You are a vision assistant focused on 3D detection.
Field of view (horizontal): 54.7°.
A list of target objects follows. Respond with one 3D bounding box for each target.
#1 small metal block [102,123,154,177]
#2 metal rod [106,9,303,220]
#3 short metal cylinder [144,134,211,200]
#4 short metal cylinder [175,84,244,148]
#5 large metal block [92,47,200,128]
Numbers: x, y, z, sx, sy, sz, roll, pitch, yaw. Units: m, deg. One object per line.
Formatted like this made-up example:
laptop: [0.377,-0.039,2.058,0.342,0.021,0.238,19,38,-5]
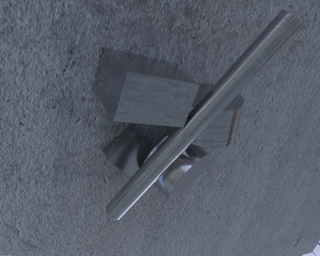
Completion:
small metal block: [-0.037,0.031,0.405,0.050,0.025,0.050,-43,129,1]
metal rod: [0.033,0.001,0.344,0.025,0.025,0.299,25,116,-37]
short metal cylinder: [0.022,0.049,0.412,0.080,0.050,0.080,-40,157,-21]
short metal cylinder: [0.061,-0.018,0.393,0.081,0.080,0.050,-9,123,-24]
large metal block: [-0.018,-0.044,0.334,0.081,0.080,0.050,5,116,-31]
